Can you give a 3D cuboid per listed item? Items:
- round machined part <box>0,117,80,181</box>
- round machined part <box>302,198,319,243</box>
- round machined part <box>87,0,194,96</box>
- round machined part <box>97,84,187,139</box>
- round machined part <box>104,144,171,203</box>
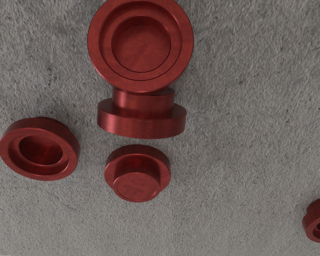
[{"bbox_3d":[-0.156,0.023,0.414,0.099,0.042,0.097,0,130,0],"label":"round machined part"},{"bbox_3d":[0.293,0.153,0.529,0.099,0.042,0.097,0,130,0],"label":"round machined part"},{"bbox_3d":[-0.018,-0.080,0.306,0.099,0.042,0.097,0,86,0],"label":"round machined part"},{"bbox_3d":[-0.019,-0.024,0.344,0.099,0.098,0.042,4,108,-4],"label":"round machined part"},{"bbox_3d":[-0.033,0.073,0.458,0.099,0.042,0.097,0,130,0],"label":"round machined part"}]
